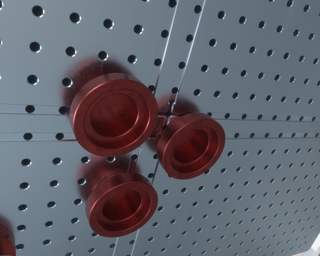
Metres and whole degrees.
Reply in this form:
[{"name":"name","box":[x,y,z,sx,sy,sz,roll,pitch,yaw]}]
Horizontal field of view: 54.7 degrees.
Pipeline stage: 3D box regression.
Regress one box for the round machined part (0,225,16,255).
[{"name":"round machined part","box":[-0.230,0.166,0.377,0.099,0.042,0.097,-14,124,-21]}]

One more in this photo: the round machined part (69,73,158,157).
[{"name":"round machined part","box":[-0.055,-0.018,0.360,0.099,0.042,0.097,-14,125,-21]}]

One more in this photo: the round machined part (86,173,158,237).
[{"name":"round machined part","box":[-0.056,0.102,0.434,0.099,0.042,0.097,-14,125,-21]}]

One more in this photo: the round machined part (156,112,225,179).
[{"name":"round machined part","box":[0.039,0.021,0.437,0.099,0.042,0.097,-14,125,-21]}]
